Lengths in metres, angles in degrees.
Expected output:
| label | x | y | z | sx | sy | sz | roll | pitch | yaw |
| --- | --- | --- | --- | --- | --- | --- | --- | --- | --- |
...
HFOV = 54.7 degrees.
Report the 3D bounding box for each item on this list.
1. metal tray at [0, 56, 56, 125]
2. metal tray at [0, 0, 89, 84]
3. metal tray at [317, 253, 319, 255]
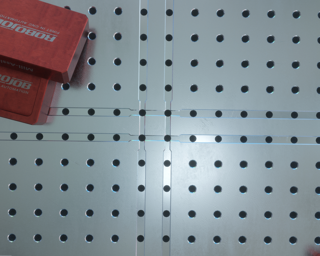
| label | x | y | z | sx | sy | sz | roll | pitch | yaw |
| --- | --- | --- | --- | --- | --- | --- | --- | --- | --- |
| metal tray | -0.209 | -0.062 | 0.407 | 0.131 | 0.030 | 0.089 | 15 | 90 | -1 |
| metal tray | -0.166 | -0.117 | 0.389 | 0.131 | 0.030 | 0.090 | 16 | 69 | -5 |
| metal tray | 0.277 | 0.223 | 0.415 | 0.131 | 0.030 | 0.089 | 4 | 90 | -1 |
